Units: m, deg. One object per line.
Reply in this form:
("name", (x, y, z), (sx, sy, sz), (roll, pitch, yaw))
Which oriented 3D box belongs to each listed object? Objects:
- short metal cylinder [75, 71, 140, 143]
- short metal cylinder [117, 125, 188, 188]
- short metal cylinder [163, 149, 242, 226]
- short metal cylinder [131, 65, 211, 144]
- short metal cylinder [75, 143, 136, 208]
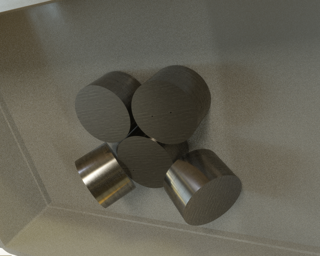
("short metal cylinder", (-0.062, -0.028, 0.403), (0.080, 0.050, 0.079), (13, 124, 20))
("short metal cylinder", (-0.009, 0.033, 0.412), (0.080, 0.050, 0.079), (13, 124, 20))
("short metal cylinder", (0.052, 0.072, 0.379), (0.050, 0.081, 0.079), (51, 143, 46))
("short metal cylinder", (0.014, -0.028, 0.365), (0.080, 0.050, 0.079), (13, 124, 20))
("short metal cylinder", (-0.077, 0.067, 0.444), (0.050, 0.080, 0.080), (-33, 104, -7))
